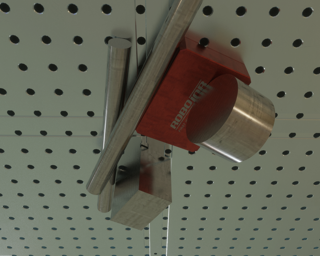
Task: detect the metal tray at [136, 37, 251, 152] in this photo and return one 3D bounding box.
[{"bbox_3d":[0.036,-0.034,0.380,0.091,0.030,0.129,20,127,-17],"label":"metal tray"}]

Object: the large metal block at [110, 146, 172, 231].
[{"bbox_3d":[-0.027,0.088,0.450,0.050,0.080,0.080,26,125,-20],"label":"large metal block"}]

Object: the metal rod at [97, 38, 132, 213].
[{"bbox_3d":[-0.068,0.021,0.428,0.025,0.025,0.298,7,130,-6],"label":"metal rod"}]

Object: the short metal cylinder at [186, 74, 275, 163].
[{"bbox_3d":[0.072,-0.010,0.328,0.050,0.080,0.080,27,125,-22],"label":"short metal cylinder"}]

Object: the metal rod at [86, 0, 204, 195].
[{"bbox_3d":[-0.027,-0.028,0.364,0.025,0.025,0.298,20,120,-17],"label":"metal rod"}]
